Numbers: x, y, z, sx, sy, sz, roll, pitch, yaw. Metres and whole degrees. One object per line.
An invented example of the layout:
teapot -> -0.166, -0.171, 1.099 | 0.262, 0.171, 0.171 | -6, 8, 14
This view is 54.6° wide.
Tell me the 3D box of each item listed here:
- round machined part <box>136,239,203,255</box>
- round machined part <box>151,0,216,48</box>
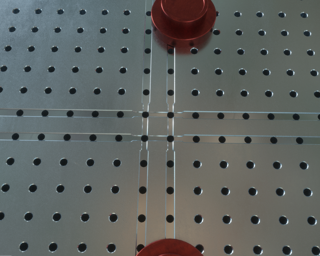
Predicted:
round machined part -> 0.011, 0.173, 0.340 | 0.099, 0.042, 0.098 | 0, 70, 0
round machined part -> 0.036, -0.174, 0.467 | 0.099, 0.042, 0.098 | 0, 70, 0
